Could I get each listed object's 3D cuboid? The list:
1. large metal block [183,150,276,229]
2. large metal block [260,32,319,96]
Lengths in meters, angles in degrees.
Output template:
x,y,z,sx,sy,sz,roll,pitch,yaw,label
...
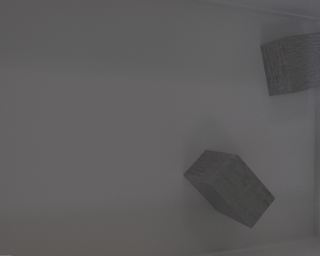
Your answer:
x,y,z,sx,sy,sz,roll,pitch,yaw,label
0.090,0.078,0.414,0.050,0.080,0.080,-46,105,-14,large metal block
0.209,-0.097,0.474,0.081,0.050,0.080,-13,95,-20,large metal block
